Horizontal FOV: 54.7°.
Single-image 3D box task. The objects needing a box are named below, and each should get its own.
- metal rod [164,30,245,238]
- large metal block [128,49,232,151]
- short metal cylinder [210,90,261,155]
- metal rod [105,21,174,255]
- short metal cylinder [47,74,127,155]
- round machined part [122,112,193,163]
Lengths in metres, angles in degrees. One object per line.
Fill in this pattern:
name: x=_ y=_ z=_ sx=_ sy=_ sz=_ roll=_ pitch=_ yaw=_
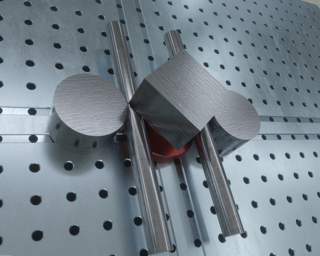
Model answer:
metal rod: x=0.051 y=-0.010 z=0.415 sx=0.025 sy=0.025 sz=0.299 roll=0 pitch=62 yaw=-28
large metal block: x=0.025 y=-0.035 z=0.366 sx=0.080 sy=0.050 sz=0.080 roll=44 pitch=51 yaw=2
short metal cylinder: x=0.096 y=-0.008 z=0.448 sx=0.081 sy=0.050 sz=0.080 roll=14 pitch=56 yaw=-21
metal rod: x=-0.031 y=-0.009 z=0.369 sx=0.025 sy=0.025 sz=0.299 roll=0 pitch=62 yaw=-28
short metal cylinder: x=-0.084 y=-0.015 z=0.356 sx=0.081 sy=0.050 sz=0.080 roll=14 pitch=56 yaw=-21
round machined part: x=0.003 y=-0.007 z=0.404 sx=0.099 sy=0.042 sz=0.098 roll=14 pitch=56 yaw=-21
